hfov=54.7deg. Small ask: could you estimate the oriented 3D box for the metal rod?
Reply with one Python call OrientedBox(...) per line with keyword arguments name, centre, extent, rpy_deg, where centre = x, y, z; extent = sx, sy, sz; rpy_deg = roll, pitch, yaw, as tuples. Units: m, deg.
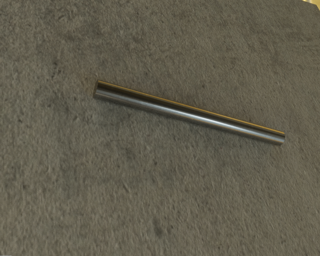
OrientedBox(name="metal rod", centre=(0.056, -0.016, 0.445), extent=(0.302, 0.025, 0.025), rpy_deg=(14, 56, -21))
